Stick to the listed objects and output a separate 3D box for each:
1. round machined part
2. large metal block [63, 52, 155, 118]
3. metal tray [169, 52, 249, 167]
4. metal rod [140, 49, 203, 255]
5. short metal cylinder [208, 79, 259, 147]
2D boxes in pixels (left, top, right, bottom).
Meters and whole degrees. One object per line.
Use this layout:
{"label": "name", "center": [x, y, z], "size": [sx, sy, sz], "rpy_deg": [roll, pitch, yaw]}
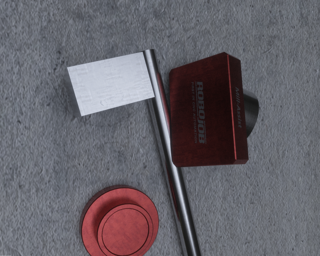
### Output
{"label": "round machined part", "center": [-0.047, 0.123, 0.384], "size": [0.099, 0.042, 0.097], "rpy_deg": [0, 90, -21]}
{"label": "large metal block", "center": [-0.062, -0.047, 0.357], "size": [0.081, 0.080, 0.050], "rpy_deg": [-17, 96, -20]}
{"label": "metal tray", "center": [0.057, -0.018, 0.384], "size": [0.030, 0.090, 0.129], "rpy_deg": [7, 78, -47]}
{"label": "metal rod", "center": [0.016, 0.045, 0.415], "size": [0.025, 0.025, 0.298], "rpy_deg": [-15, 95, -20]}
{"label": "short metal cylinder", "center": [0.084, -0.020, 0.412], "size": [0.050, 0.080, 0.080], "rpy_deg": [19, 84, -19]}
